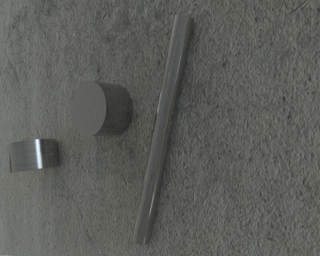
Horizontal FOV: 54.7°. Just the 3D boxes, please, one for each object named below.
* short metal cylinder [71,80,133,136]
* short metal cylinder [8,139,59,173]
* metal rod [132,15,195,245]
[{"bbox_3d":[-0.087,-0.028,0.460,0.080,0.050,0.080,0,90,40],"label":"short metal cylinder"},{"bbox_3d":[-0.226,0.050,0.556,0.080,0.081,0.050,-12,82,39],"label":"short metal cylinder"},{"bbox_3d":[0.002,0.009,0.403,0.025,0.025,0.298,18,101,38],"label":"metal rod"}]
